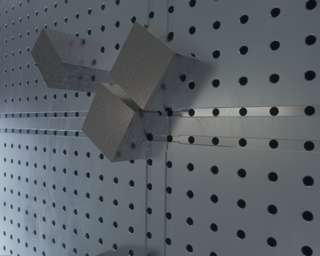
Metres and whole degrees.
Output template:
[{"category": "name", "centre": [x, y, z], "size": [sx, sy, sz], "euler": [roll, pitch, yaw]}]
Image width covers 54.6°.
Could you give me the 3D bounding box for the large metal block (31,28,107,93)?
[{"category": "large metal block", "centre": [-0.145, -0.106, 0.495], "size": [0.050, 0.081, 0.080], "euler": [-49, 61, 29]}]

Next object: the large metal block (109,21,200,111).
[{"category": "large metal block", "centre": [-0.010, -0.078, 0.402], "size": [0.080, 0.050, 0.080], "euler": [46, 118, 30]}]

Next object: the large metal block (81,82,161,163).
[{"category": "large metal block", "centre": [-0.058, -0.009, 0.442], "size": [0.080, 0.050, 0.080], "euler": [40, 115, 32]}]

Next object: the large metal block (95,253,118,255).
[{"category": "large metal block", "centre": [-0.077, 0.238, 0.458], "size": [0.080, 0.050, 0.080], "euler": [-11, 83, 39]}]
